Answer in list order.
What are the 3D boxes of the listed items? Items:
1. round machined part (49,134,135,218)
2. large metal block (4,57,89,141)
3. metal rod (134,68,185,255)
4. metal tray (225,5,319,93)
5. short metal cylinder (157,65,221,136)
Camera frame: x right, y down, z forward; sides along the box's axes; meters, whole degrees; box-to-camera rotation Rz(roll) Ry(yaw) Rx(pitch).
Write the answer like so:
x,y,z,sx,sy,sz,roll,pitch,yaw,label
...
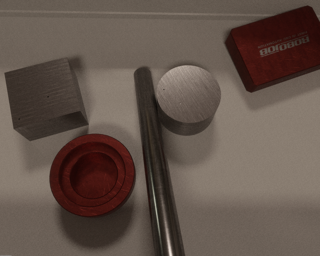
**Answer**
x,y,z,sx,sy,sz,roll,pitch,yaw,label
-0.079,0.059,0.378,0.099,0.042,0.098,0,70,-1,round machined part
-0.147,-0.037,0.408,0.081,0.050,0.080,-16,71,-6,large metal block
-0.006,0.029,0.333,0.025,0.025,0.300,-7,45,-3,metal rod
0.172,-0.114,0.445,0.131,0.030,0.090,-19,79,-7,metal tray
0.036,-0.035,0.410,0.081,0.050,0.080,0,70,0,short metal cylinder
